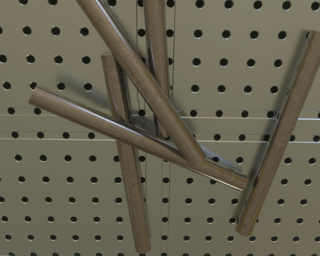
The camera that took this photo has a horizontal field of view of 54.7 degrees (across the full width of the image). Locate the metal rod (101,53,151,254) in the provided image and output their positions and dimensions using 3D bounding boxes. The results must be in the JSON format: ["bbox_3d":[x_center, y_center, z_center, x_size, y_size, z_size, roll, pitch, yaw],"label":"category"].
[{"bbox_3d":[-0.043,0.048,0.430,0.025,0.025,0.298,-6,110,2],"label":"metal rod"}]

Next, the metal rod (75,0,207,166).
[{"bbox_3d":[-0.036,-0.081,0.363,0.025,0.025,0.299,-33,100,11],"label":"metal rod"}]

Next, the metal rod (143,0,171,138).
[{"bbox_3d":[-0.006,-0.131,0.365,0.025,0.025,0.298,-5,110,1],"label":"metal rod"}]

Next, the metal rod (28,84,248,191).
[{"bbox_3d":[-0.013,0.020,0.398,0.302,0.025,0.025,24,108,-18],"label":"metal rod"}]

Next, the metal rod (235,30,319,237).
[{"bbox_3d":[0.161,0.021,0.423,0.025,0.025,0.298,12,110,-5],"label":"metal rod"}]
